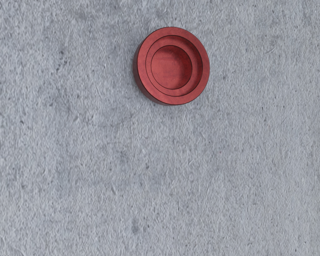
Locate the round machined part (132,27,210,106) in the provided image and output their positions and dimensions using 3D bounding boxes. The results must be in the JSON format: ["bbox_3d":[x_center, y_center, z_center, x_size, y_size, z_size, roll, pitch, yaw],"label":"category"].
[{"bbox_3d":[0.012,-0.077,0.404,0.099,0.042,0.097,0,90,-20],"label":"round machined part"}]
